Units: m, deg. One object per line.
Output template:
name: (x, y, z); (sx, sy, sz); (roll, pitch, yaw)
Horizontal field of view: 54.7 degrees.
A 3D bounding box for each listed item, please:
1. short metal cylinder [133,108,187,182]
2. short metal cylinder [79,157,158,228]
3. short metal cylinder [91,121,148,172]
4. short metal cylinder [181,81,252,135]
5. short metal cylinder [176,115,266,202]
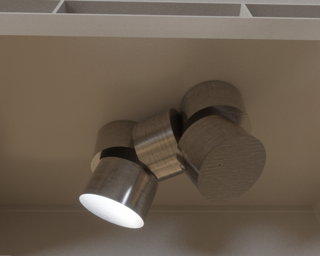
short metal cylinder: (0.009, 0.022, 0.389); (0.050, 0.080, 0.080); (-23, 127, 18)
short metal cylinder: (-0.048, 0.078, 0.372); (0.080, 0.050, 0.080); (15, 145, 12)
short metal cylinder: (-0.049, 0.037, 0.421); (0.081, 0.050, 0.079); (0, 130, 0)
short metal cylinder: (0.067, -0.011, 0.382); (0.081, 0.050, 0.079); (0, 130, 0)
short metal cylinder: (0.065, 0.032, 0.333); (0.081, 0.050, 0.079); (-11, 120, -19)
